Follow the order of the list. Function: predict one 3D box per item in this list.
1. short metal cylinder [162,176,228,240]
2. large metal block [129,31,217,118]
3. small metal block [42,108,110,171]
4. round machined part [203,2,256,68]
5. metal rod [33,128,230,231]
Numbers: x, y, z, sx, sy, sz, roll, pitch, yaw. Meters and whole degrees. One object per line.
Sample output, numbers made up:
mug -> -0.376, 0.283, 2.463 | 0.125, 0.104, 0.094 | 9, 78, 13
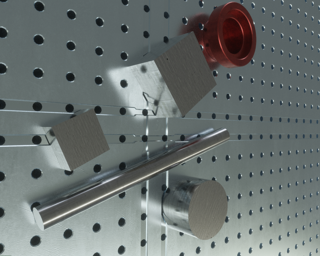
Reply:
short metal cylinder -> 0.050, 0.111, 0.438 | 0.081, 0.050, 0.079 | 0, 90, -40
large metal block -> 0.020, -0.069, 0.411 | 0.080, 0.050, 0.080 | -43, 117, -31
small metal block -> -0.090, 0.012, 0.335 | 0.050, 0.025, 0.050 | -30, 109, -36
round machined part -> 0.107, -0.144, 0.490 | 0.099, 0.042, 0.097 | 0, 90, -40
metal rod -> -0.010, 0.051, 0.402 | 0.302, 0.025, 0.025 | -20, 103, -39
